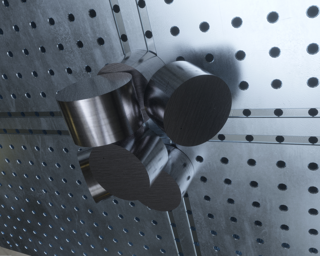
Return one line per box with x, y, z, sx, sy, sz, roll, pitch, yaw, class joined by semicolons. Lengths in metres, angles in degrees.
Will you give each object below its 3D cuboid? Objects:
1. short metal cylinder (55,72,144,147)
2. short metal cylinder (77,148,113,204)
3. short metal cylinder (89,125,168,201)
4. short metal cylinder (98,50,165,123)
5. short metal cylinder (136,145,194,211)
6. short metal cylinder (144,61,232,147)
-0.062;-0.022;0.329;0.080;0.080;0.050;1;119;28;short metal cylinder
-0.082;0.062;0.450;0.050;0.080;0.080;-21;114;-11;short metal cylinder
-0.037;0.040;0.374;0.080;0.050;0.079;13;124;21;short metal cylinder
-0.032;-0.050;0.381;0.080;0.050;0.079;13;125;20;short metal cylinder
0.002;0.070;0.437;0.080;0.050;0.079;13;125;20;short metal cylinder
0.029;-0.027;0.335;0.050;0.081;0.079;-134;34;-53;short metal cylinder
